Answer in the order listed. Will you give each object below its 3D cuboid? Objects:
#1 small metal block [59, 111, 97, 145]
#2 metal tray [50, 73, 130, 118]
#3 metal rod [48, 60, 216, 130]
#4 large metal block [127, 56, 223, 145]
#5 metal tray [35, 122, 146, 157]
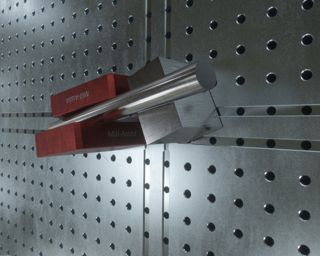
[{"bbox_3d":[-0.132,0.000,0.498,0.025,0.050,0.050,-11,83,39],"label":"small metal block"},{"bbox_3d":[-0.076,-0.039,0.426,0.130,0.091,0.030,-11,84,39],"label":"metal tray"},{"bbox_3d":[-0.060,-0.020,0.359,0.299,0.025,0.025,-13,82,48],"label":"metal rod"},{"bbox_3d":[0.018,-0.028,0.356,0.050,0.081,0.080,-28,73,36],"label":"large metal block"},{"bbox_3d":[-0.080,0.014,0.404,0.090,0.131,0.030,-12,83,39],"label":"metal tray"}]
